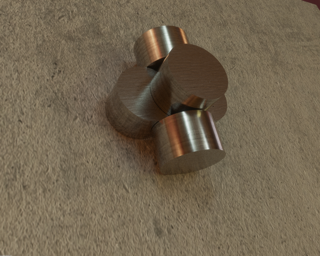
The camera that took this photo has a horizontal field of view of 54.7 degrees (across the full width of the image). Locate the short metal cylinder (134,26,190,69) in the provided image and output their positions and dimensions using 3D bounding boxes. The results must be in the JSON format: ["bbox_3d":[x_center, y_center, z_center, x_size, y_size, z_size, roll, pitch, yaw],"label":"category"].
[{"bbox_3d":[0.007,-0.096,0.434,0.081,0.080,0.050,0,62,-29],"label":"short metal cylinder"}]

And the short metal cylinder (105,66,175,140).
[{"bbox_3d":[-0.024,-0.031,0.396,0.081,0.050,0.080,14,56,-21],"label":"short metal cylinder"}]

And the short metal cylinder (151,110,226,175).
[{"bbox_3d":[0.034,0.020,0.378,0.081,0.080,0.050,0,62,-29],"label":"short metal cylinder"}]

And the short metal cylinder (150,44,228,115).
[{"bbox_3d":[0.035,-0.055,0.378,0.081,0.050,0.080,14,56,-21],"label":"short metal cylinder"}]

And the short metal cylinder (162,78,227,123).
[{"bbox_3d":[0.046,-0.032,0.435,0.081,0.050,0.080,14,56,-21],"label":"short metal cylinder"}]
